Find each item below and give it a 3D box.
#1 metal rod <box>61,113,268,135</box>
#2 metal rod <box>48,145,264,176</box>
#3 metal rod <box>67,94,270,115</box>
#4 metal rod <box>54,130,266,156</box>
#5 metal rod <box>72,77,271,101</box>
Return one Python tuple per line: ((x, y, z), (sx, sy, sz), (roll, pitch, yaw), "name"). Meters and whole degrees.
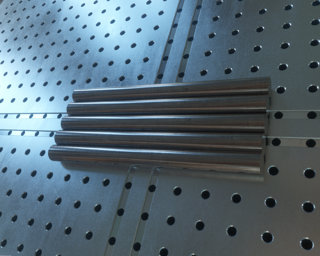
((-0.014, -0.005, 0.417), (0.300, 0.025, 0.025), (1, 62, 28), "metal rod")
((-0.025, 0.038, 0.397), (0.300, 0.025, 0.025), (0, 62, 27), "metal rod")
((-0.008, -0.028, 0.428), (0.300, 0.025, 0.025), (1, 62, 28), "metal rod")
((-0.020, 0.017, 0.407), (0.300, 0.025, 0.025), (1, 62, 28), "metal rod")
((-0.002, -0.050, 0.439), (0.300, 0.025, 0.025), (1, 62, 28), "metal rod")
